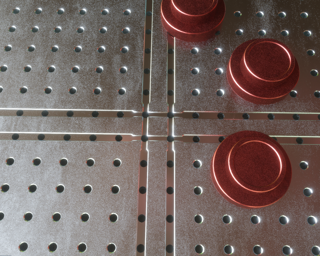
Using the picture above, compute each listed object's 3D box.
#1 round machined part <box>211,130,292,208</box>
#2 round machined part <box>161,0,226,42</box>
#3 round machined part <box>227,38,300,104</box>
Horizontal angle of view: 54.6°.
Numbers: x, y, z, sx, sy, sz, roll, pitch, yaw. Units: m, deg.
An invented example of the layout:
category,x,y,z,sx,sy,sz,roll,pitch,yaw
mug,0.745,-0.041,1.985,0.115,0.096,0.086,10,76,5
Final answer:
category,x,y,z,sx,sy,sz,roll,pitch,yaw
round machined part,0.115,0.049,0.386,0.099,0.042,0.098,0,70,0
round machined part,0.051,-0.184,0.470,0.099,0.042,0.098,0,70,0
round machined part,0.147,-0.086,0.435,0.099,0.042,0.098,0,70,0
